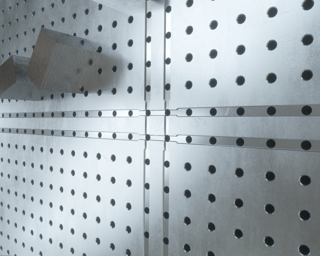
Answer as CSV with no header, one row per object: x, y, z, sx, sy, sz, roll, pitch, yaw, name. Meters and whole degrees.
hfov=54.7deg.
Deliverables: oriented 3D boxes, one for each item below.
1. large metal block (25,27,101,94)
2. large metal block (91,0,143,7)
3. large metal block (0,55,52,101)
-0.156,-0.105,0.499,0.050,0.081,0.080,45,117,30,large metal block
-0.061,-0.225,0.441,0.080,0.050,0.079,7,95,39,large metal block
-0.248,-0.089,0.575,0.080,0.081,0.050,-21,77,38,large metal block
